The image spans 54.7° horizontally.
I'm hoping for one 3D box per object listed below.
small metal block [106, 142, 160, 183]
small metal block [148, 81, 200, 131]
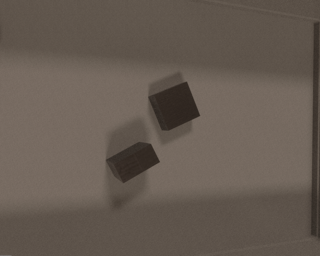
[{"bbox_3d":[-0.035,0.041,0.385,0.050,0.050,0.025,-28,100,-18],"label":"small metal block"},{"bbox_3d":[0.019,-0.029,0.419,0.050,0.025,0.050,-25,99,-19],"label":"small metal block"}]
